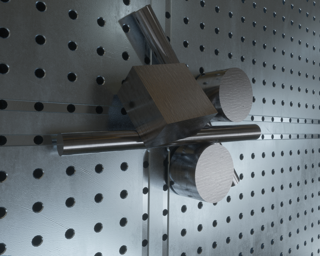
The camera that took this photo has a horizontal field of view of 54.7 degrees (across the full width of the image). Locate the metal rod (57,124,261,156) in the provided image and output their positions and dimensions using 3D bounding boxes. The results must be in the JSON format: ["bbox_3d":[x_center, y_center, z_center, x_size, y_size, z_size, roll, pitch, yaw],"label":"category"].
[{"bbox_3d":[0.023,0.011,0.402,0.303,0.025,0.025,-2,92,-34],"label":"metal rod"}]

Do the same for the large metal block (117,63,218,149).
[{"bbox_3d":[0.008,-0.030,0.372,0.081,0.050,0.080,-13,64,-39],"label":"large metal block"}]

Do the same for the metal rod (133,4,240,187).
[{"bbox_3d":[0.047,-0.030,0.445,0.025,0.025,0.299,-46,118,-30],"label":"metal rod"}]

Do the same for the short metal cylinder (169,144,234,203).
[{"bbox_3d":[0.059,0.061,0.438,0.081,0.050,0.079,0,90,-40],"label":"short metal cylinder"}]

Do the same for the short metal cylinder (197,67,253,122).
[{"bbox_3d":[0.096,-0.048,0.469,0.081,0.050,0.079,0,90,-40],"label":"short metal cylinder"}]
